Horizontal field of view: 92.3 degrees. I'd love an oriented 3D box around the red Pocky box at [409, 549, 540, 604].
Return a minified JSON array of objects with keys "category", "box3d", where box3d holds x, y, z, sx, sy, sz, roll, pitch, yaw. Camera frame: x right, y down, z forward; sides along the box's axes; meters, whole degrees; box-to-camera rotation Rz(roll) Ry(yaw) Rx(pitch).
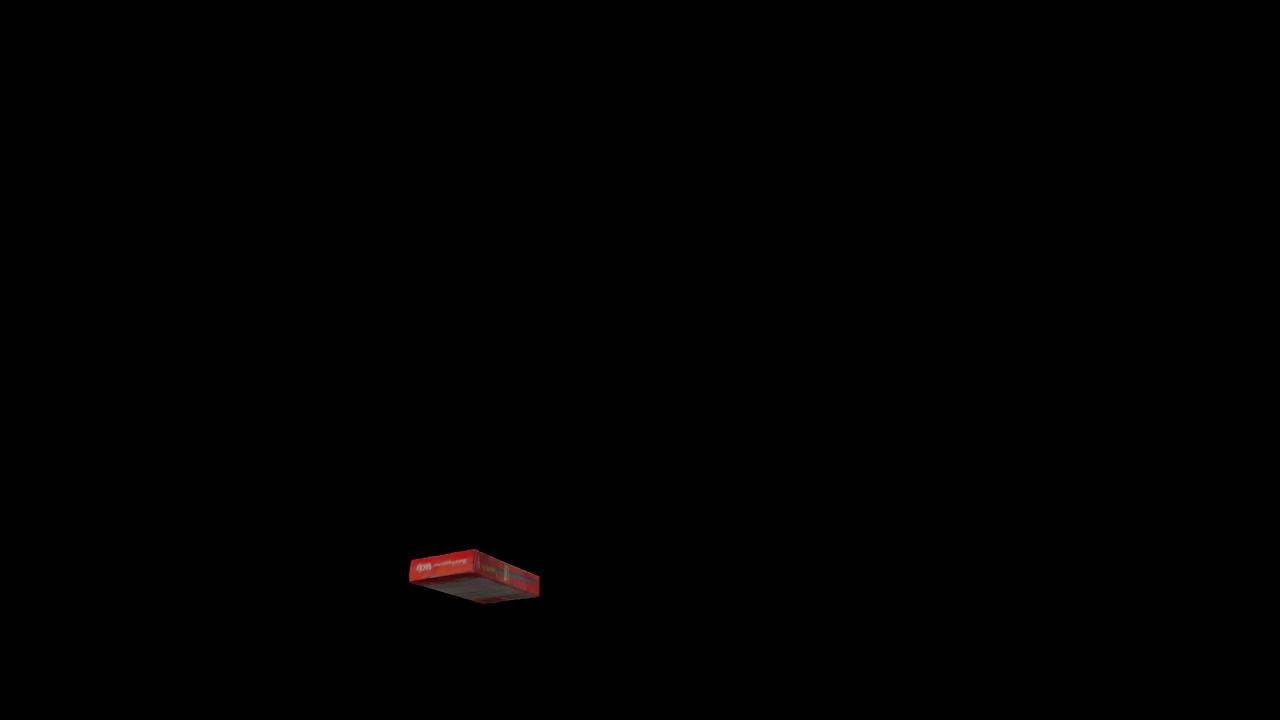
[{"category":"red Pocky box","box3d":[-0.187,0.255,0.717,0.083,0.028,0.155,-12,-32,15]}]
